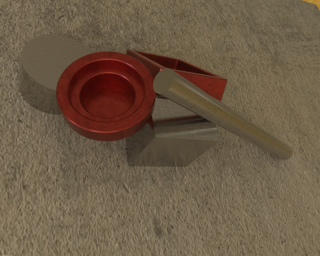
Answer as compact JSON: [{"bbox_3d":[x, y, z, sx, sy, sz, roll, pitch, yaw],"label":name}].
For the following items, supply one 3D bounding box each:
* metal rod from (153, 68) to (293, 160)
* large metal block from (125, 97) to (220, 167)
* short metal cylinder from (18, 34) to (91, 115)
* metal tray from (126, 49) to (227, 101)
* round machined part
[{"bbox_3d":[0.101,-0.002,0.387,0.301,0.025,0.025,23,49,-45],"label":"metal rod"},{"bbox_3d":[0.011,0.009,0.372,0.081,0.080,0.050,4,60,-26],"label":"large metal block"},{"bbox_3d":[-0.121,-0.062,0.363,0.081,0.050,0.080,14,56,-21],"label":"short metal cylinder"},{"bbox_3d":[0.014,-0.070,0.406,0.091,0.030,0.130,4,20,-26],"label":"metal tray"},{"bbox_3d":[-0.055,-0.030,0.327,0.099,0.042,0.098,3,62,-5],"label":"round machined part"}]
